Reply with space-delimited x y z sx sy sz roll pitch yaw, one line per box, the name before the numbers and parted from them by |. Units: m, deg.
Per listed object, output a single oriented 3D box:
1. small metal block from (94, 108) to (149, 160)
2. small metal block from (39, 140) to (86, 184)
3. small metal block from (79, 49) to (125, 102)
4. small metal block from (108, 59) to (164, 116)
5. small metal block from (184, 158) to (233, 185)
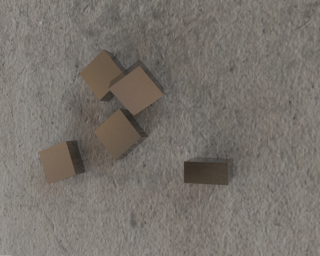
small metal block | -0.053 0.009 0.427 0.050 0.025 0.050 -41 78 15
small metal block | -0.145 0.050 0.458 0.050 0.025 0.050 -20 84 18
small metal block | -0.076 -0.073 0.434 0.050 0.025 0.050 -41 77 15
small metal block | -0.030 -0.052 0.405 0.050 0.025 0.050 -34 116 16
small metal block | 0.060 0.051 0.374 0.050 0.050 0.025 0 90 19
